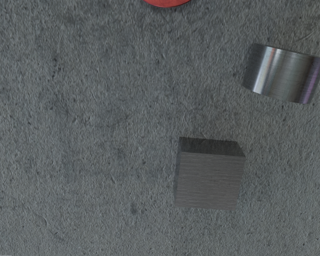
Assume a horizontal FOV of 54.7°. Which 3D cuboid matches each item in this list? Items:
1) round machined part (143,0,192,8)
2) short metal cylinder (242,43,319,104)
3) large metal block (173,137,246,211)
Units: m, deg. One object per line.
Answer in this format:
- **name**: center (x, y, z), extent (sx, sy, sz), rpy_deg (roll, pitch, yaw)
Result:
- **round machined part**: center (0.008, -0.182, 0.334), extent (0.099, 0.042, 0.097), rpy_deg (0, 110, -1)
- **short metal cylinder**: center (0.142, -0.065, 0.359), extent (0.081, 0.080, 0.050), rpy_deg (11, 110, -4)
- **large metal block**: center (0.063, 0.061, 0.420), extent (0.081, 0.050, 0.079), rpy_deg (5, 110, -2)
